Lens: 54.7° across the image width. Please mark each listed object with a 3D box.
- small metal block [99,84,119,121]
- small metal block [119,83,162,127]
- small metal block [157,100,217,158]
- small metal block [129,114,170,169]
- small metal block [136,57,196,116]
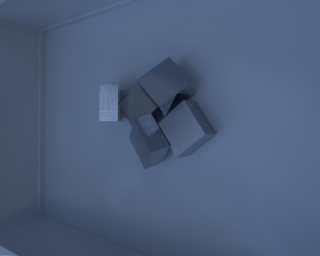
[{"bbox_3d":[-0.072,-0.034,0.444,0.050,0.025,0.050,-177,88,-83],"label":"small metal block"},{"bbox_3d":[-0.023,-0.031,0.421,0.050,0.025,0.050,-45,64,30],"label":"small metal block"},{"bbox_3d":[0.032,0.001,0.377,0.050,0.025,0.050,-43,64,31],"label":"small metal block"},{"bbox_3d":[-0.015,0.018,0.400,0.050,0.025,0.050,60,155,22],"label":"small metal block"},{"bbox_3d":[0.008,-0.051,0.381,0.050,0.025,0.050,-37,62,-5],"label":"small metal block"}]
